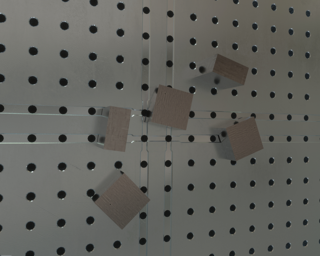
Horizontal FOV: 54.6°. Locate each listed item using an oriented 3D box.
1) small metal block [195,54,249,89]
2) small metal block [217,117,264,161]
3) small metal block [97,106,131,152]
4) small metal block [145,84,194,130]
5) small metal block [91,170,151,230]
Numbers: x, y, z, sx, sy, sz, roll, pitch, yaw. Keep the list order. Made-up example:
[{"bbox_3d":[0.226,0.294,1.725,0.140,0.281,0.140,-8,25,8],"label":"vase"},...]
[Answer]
[{"bbox_3d":[0.085,-0.077,0.430,0.050,0.050,0.025,19,84,-19],"label":"small metal block"},{"bbox_3d":[0.118,0.015,0.456,0.050,0.025,0.050,-21,97,-19],"label":"small metal block"},{"bbox_3d":[-0.057,0.001,0.378,0.025,0.050,0.050,9,87,-20],"label":"small metal block"},{"bbox_3d":[0.013,-0.027,0.417,0.050,0.025,0.050,13,86,-20],"label":"small metal block"},{"bbox_3d":[-0.050,0.090,0.394,0.050,0.025,0.050,-45,104,-15],"label":"small metal block"}]
